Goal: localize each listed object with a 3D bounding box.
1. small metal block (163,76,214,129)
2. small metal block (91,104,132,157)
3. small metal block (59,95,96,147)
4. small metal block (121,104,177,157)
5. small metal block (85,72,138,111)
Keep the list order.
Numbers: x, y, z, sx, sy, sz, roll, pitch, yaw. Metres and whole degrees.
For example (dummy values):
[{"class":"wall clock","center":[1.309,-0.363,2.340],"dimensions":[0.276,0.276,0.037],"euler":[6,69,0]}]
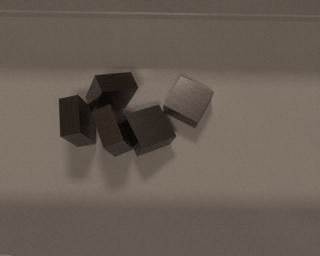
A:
[{"class":"small metal block","center":[0.039,-0.035,0.423],"dimensions":[0.050,0.025,0.050],"euler":[28,72,9]},{"class":"small metal block","center":[-0.060,0.004,0.393],"dimensions":[0.025,0.050,0.050],"euler":[-23,72,0]},{"class":"small metal block","center":[-0.105,-0.008,0.396],"dimensions":[0.025,0.050,0.050],"euler":[-11,70,7]},{"class":"small metal block","center":[-0.015,0.002,0.401],"dimensions":[0.050,0.025,0.050],"euler":[-19,70,-27]},{"class":"small metal block","center":[-0.063,-0.046,0.403],"dimensions":[0.050,0.050,0.025],"euler":[-12,68,-33]}]
